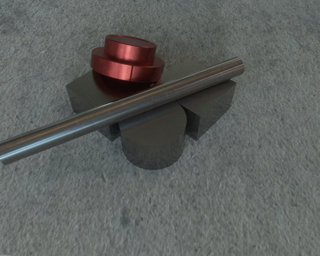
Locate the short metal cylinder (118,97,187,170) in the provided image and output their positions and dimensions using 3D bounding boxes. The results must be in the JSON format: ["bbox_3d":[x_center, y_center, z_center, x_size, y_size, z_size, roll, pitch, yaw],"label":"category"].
[{"bbox_3d":[-0.009,0.005,0.383,0.081,0.050,0.080,0,50,0],"label":"short metal cylinder"}]

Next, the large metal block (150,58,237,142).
[{"bbox_3d":[0.044,-0.041,0.424,0.080,0.050,0.080,34,58,25],"label":"large metal block"}]

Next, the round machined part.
[{"bbox_3d":[-0.042,-0.097,0.417,0.099,0.042,0.098,10,24,-4],"label":"round machined part"}]

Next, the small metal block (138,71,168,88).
[{"bbox_3d":[-0.011,-0.063,0.457,0.050,0.025,0.050,35,58,25],"label":"small metal block"}]

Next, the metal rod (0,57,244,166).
[{"bbox_3d":[-0.030,-0.028,0.362,0.302,0.025,0.025,-22,54,-18],"label":"metal rod"}]

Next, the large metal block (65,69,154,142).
[{"bbox_3d":[-0.065,-0.041,0.420,0.080,0.050,0.080,35,58,25],"label":"large metal block"}]
